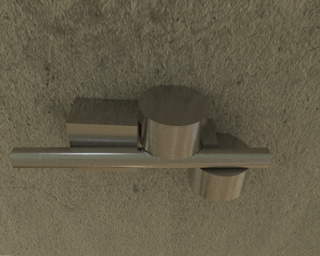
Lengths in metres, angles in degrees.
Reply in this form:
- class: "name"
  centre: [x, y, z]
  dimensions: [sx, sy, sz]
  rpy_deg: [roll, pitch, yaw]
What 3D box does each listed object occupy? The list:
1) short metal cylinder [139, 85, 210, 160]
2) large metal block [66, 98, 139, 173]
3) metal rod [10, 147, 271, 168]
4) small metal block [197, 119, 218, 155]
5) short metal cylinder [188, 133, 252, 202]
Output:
- class: "short metal cylinder"
  centre: [0.015, -0.009, 0.366]
  dimensions: [0.081, 0.080, 0.050]
  rpy_deg: [2, 130, -2]
- class: "large metal block"
  centre: [-0.068, 0.010, 0.396]
  dimensions: [0.081, 0.050, 0.079]
  rpy_deg: [2, 130, -3]
- class: "metal rod"
  centre: [-0.020, 0.036, 0.372]
  dimensions: [0.302, 0.025, 0.025]
  rpy_deg: [0, 130, -2]
- class: "small metal block"
  centre: [0.045, 0.013, 0.402]
  dimensions: [0.050, 0.050, 0.025]
  rpy_deg: [1, 130, -1]
- class: "short metal cylinder"
  centre: [0.079, 0.051, 0.417]
  dimensions: [0.081, 0.080, 0.050]
  rpy_deg: [0, 130, -1]
